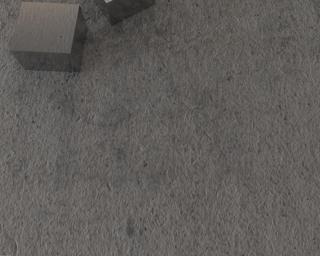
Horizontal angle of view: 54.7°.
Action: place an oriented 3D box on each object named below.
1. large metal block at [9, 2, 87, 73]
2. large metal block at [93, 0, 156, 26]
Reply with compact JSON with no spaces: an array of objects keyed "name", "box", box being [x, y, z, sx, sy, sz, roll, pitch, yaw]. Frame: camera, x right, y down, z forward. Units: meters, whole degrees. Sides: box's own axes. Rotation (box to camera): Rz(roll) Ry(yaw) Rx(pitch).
[{"name":"large metal block","box":[-0.154,-0.128,0.441,0.080,0.050,0.080,3,70,1]},{"name":"large metal block","box":[-0.062,-0.217,0.474,0.080,0.050,0.080,-31,73,-11]}]
